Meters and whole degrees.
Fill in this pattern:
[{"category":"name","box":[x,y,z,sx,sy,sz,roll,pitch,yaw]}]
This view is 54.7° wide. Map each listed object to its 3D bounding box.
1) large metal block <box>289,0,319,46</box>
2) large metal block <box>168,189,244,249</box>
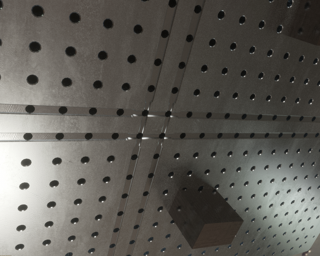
[{"category":"large metal block","box":[0.239,-0.160,0.430,0.081,0.050,0.079,-5,121,-26]},{"category":"large metal block","box":[0.074,0.146,0.508,0.081,0.080,0.050,7,115,-32]}]
